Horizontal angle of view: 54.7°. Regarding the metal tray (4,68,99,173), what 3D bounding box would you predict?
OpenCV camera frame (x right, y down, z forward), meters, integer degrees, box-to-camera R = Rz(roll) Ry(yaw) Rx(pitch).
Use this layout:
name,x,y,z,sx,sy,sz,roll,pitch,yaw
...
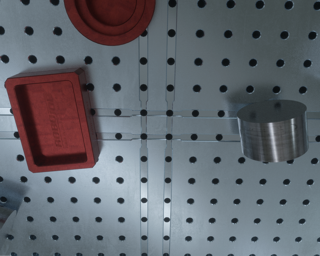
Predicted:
name,x,y,z,sx,sy,sz,roll,pitch,yaw
metal tray,-0.137,-0.008,0.406,0.091,0.030,0.129,-5,110,2

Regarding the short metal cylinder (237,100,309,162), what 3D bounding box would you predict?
name,x,y,z,sx,sy,sz,roll,pitch,yaw
short metal cylinder,0.140,0.001,0.386,0.080,0.080,0.050,-11,110,4

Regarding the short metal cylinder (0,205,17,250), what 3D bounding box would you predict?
name,x,y,z,sx,sy,sz,roll,pitch,yaw
short metal cylinder,-0.247,0.146,0.436,0.050,0.080,0.079,22,109,-8

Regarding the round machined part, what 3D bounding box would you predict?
name,x,y,z,sx,sy,sz,roll,pitch,yaw
round machined part,-0.054,-0.145,0.350,0.099,0.042,0.097,0,110,0
